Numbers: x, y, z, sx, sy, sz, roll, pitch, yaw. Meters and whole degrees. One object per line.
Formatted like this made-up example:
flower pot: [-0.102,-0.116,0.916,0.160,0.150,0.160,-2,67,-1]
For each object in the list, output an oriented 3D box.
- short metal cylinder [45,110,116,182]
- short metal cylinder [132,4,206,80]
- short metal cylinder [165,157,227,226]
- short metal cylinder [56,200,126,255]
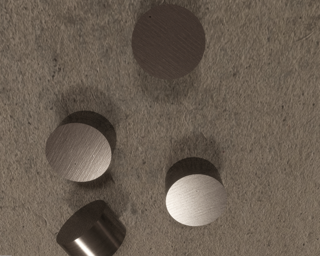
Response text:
short metal cylinder: [-0.100,0.023,0.403,0.081,0.050,0.079,0,110,-1]
short metal cylinder: [0.009,-0.101,0.360,0.081,0.050,0.079,0,110,-1]
short metal cylinder: [0.048,0.087,0.429,0.081,0.050,0.079,0,110,-1]
short metal cylinder: [-0.095,0.148,0.434,0.080,0.080,0.050,-30,108,10]
